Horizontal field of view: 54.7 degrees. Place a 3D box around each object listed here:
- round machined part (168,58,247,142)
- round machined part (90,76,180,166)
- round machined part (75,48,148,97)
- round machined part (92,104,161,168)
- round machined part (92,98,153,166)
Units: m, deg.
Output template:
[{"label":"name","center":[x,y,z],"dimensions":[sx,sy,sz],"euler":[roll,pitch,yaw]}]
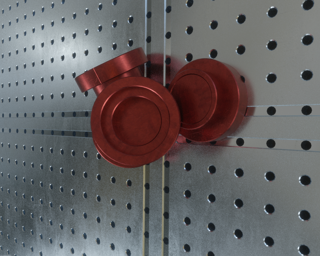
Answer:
[{"label":"round machined part","center":[0.046,-0.032,0.359],"dimensions":[0.098,0.042,0.097],"euler":[0,90,39]},{"label":"round machined part","center":[-0.025,-0.007,0.355],"dimensions":[0.099,0.042,0.097],"euler":[0,89,6]},{"label":"round machined part","center":[-0.059,-0.068,0.415],"dimensions":[0.098,0.099,0.042],"euler":[-16,106,38]},{"label":"round machined part","center":[-0.039,0.003,0.398],"dimensions":[0.099,0.042,0.097],"euler":[0,87,2]},{"label":"round machined part","center":[-0.060,0.006,0.446],"dimensions":[0.098,0.042,0.097],"euler":[0,90,39]}]
